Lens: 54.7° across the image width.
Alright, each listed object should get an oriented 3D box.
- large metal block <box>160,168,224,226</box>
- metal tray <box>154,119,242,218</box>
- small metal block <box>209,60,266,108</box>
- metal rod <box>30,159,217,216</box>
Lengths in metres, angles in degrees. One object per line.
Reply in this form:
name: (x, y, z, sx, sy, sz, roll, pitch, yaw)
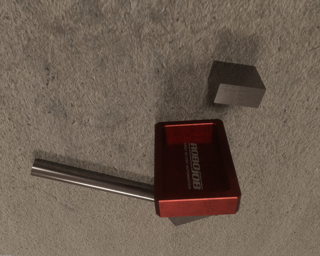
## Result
large metal block: (0.046, 0.082, 0.442, 0.080, 0.080, 0.050, -22, 127, 17)
metal tray: (0.039, 0.042, 0.375, 0.091, 0.130, 0.030, -3, 130, 2)
small metal block: (0.085, -0.050, 0.350, 0.050, 0.050, 0.025, 7, 130, -6)
metal rod: (-0.044, 0.096, 0.488, 0.302, 0.025, 0.025, 16, 128, -14)
